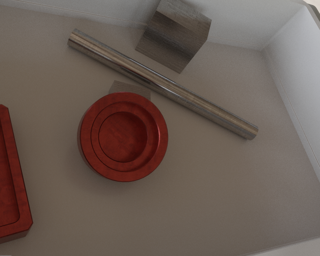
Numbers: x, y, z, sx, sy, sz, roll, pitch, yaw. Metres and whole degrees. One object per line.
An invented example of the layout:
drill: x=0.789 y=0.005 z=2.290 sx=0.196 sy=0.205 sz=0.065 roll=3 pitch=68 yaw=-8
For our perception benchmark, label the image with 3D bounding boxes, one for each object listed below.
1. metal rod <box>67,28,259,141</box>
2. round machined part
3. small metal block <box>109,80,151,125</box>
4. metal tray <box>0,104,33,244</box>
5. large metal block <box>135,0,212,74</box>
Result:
metal rod: x=0.013 y=-0.057 z=0.449 sx=0.301 sy=0.025 sz=0.025 roll=26 pitch=52 yaw=-12
round machined part: x=-0.044 y=0.011 z=0.351 sx=0.099 sy=0.042 sz=0.097 roll=2 pitch=84 yaw=-23
small metal block: x=-0.040 y=-0.029 z=0.403 sx=0.050 sy=0.025 sz=0.050 roll=12 pitch=56 yaw=-22
metal tray: x=-0.177 y=0.044 z=0.280 sx=0.091 sy=0.030 sz=0.130 roll=-9 pitch=66 yaw=-32
large metal block: x=0.019 y=-0.141 z=0.468 sx=0.080 sy=0.080 sz=0.050 roll=26 pitch=53 yaw=-13
